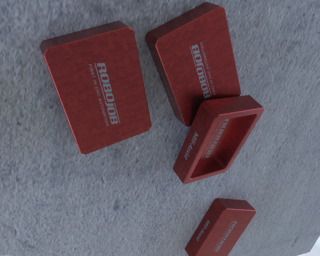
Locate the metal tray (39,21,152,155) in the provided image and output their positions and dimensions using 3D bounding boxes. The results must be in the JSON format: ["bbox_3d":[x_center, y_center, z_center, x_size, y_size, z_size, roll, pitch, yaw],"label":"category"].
[{"bbox_3d":[-0.065,-0.042,0.343,0.091,0.030,0.129,-21,127,-16],"label":"metal tray"}]

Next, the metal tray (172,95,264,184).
[{"bbox_3d":[0.079,0.018,0.433,0.091,0.030,0.129,-10,136,-33],"label":"metal tray"}]

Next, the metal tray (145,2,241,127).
[{"bbox_3d":[0.046,-0.075,0.385,0.090,0.030,0.130,-31,129,-9],"label":"metal tray"}]

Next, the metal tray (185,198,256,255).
[{"bbox_3d":[0.115,0.196,0.591,0.091,0.030,0.129,14,111,-34],"label":"metal tray"}]
